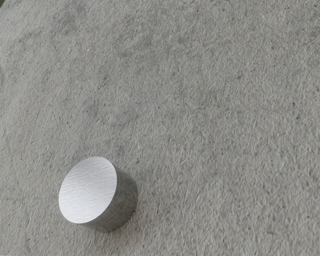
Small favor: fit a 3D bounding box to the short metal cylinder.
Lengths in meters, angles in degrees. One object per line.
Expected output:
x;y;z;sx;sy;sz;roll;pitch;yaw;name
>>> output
-0.074;0.081;0.378;0.080;0.050;0.080;-13;56;21;short metal cylinder
